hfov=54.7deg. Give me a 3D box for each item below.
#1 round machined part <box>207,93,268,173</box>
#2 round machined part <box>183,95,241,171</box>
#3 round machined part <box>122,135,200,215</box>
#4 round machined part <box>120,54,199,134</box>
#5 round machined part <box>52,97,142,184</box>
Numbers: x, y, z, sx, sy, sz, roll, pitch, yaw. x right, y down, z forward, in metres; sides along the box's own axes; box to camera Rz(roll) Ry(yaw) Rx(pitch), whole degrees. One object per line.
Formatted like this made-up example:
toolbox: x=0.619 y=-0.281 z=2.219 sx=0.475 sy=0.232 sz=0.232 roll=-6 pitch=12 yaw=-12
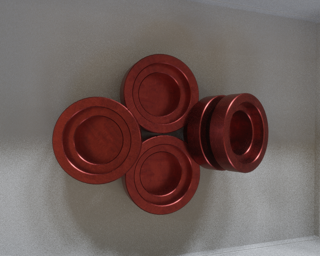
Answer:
round machined part: x=0.093 y=0.006 z=0.393 sx=0.099 sy=0.042 sz=0.097 roll=0 pitch=90 yaw=-42
round machined part: x=0.069 y=0.006 z=0.414 sx=0.099 sy=0.042 sz=0.097 roll=1 pitch=89 yaw=-42
round machined part: x=-0.002 y=0.057 z=0.398 sx=0.099 sy=0.042 sz=0.097 roll=0 pitch=90 yaw=-20
round machined part: x=-0.003 y=-0.042 z=0.398 sx=0.099 sy=0.042 sz=0.097 roll=0 pitch=90 yaw=-20
round machined part: x=-0.070 y=0.014 z=0.363 sx=0.099 sy=0.042 sz=0.097 roll=0 pitch=90 yaw=1
